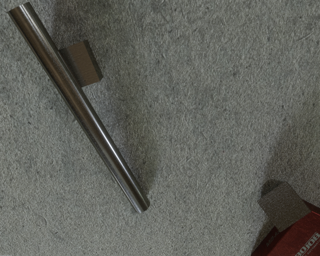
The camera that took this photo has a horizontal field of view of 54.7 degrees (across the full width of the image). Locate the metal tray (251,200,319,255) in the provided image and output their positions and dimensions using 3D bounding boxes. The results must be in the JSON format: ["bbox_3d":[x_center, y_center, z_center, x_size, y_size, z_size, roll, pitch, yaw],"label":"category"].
[{"bbox_3d":[0.215,0.182,0.477,0.090,0.030,0.129,27,108,-10],"label":"metal tray"}]

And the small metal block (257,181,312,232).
[{"bbox_3d":[0.176,0.111,0.439,0.050,0.025,0.050,-41,62,13],"label":"small metal block"}]

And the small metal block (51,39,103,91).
[{"bbox_3d":[-0.105,-0.075,0.381,0.050,0.025,0.050,-18,109,6],"label":"small metal block"}]

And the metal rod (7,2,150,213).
[{"bbox_3d":[-0.086,-0.005,0.386,0.025,0.025,0.299,-23,117,8],"label":"metal rod"}]
